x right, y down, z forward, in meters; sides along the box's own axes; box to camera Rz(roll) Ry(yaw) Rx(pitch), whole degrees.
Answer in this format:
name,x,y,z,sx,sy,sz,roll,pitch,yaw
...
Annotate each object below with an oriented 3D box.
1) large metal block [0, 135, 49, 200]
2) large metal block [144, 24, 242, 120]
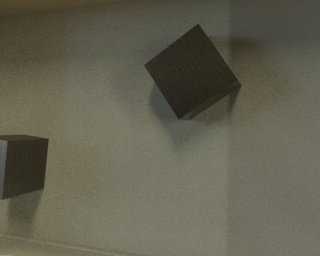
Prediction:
name,x,y,z,sx,sy,sz,roll,pitch,yaw
large metal block,-0.216,0.053,0.458,0.050,0.080,0.079,7,93,20
large metal block,0.041,-0.065,0.382,0.080,0.050,0.080,-35,79,16
